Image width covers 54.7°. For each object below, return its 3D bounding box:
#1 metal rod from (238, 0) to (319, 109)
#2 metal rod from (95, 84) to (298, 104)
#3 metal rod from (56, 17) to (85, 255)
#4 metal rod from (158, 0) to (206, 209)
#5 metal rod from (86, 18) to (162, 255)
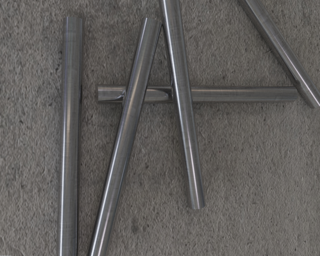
[{"bbox_3d":[0.162,-0.152,0.468,0.025,0.025,0.300,-43,104,-15],"label":"metal rod"},{"bbox_3d":[0.064,-0.047,0.432,0.303,0.025,0.025,-2,91,-20],"label":"metal rod"},{"bbox_3d":[-0.107,0.020,0.369,0.025,0.025,0.298,2,90,-20],"label":"metal rod"},{"bbox_3d":[0.029,-0.037,0.392,0.025,0.025,0.298,-14,105,-19],"label":"metal rod"},{"bbox_3d":[-0.044,0.019,0.373,0.025,0.025,0.298,12,93,-20],"label":"metal rod"}]
